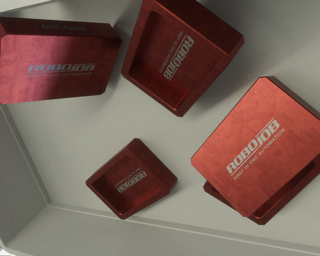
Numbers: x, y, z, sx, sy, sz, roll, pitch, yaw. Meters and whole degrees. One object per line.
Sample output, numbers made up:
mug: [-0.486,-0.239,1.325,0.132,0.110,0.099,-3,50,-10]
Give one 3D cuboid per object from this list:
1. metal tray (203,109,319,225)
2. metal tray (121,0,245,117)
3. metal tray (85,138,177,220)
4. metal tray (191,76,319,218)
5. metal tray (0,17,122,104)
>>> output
metal tray: [0.121,0.051,0.372,0.090,0.030,0.129,31,128,7]
metal tray: [0.014,-0.071,0.317,0.090,0.030,0.129,36,153,-1]
metal tray: [-0.048,0.083,0.480,0.090,0.030,0.129,47,129,-5]
metal tray: [0.105,0.021,0.331,0.090,0.030,0.129,46,119,18]
metal tray: [-0.117,-0.075,0.354,0.030,0.131,0.089,55,136,28]
